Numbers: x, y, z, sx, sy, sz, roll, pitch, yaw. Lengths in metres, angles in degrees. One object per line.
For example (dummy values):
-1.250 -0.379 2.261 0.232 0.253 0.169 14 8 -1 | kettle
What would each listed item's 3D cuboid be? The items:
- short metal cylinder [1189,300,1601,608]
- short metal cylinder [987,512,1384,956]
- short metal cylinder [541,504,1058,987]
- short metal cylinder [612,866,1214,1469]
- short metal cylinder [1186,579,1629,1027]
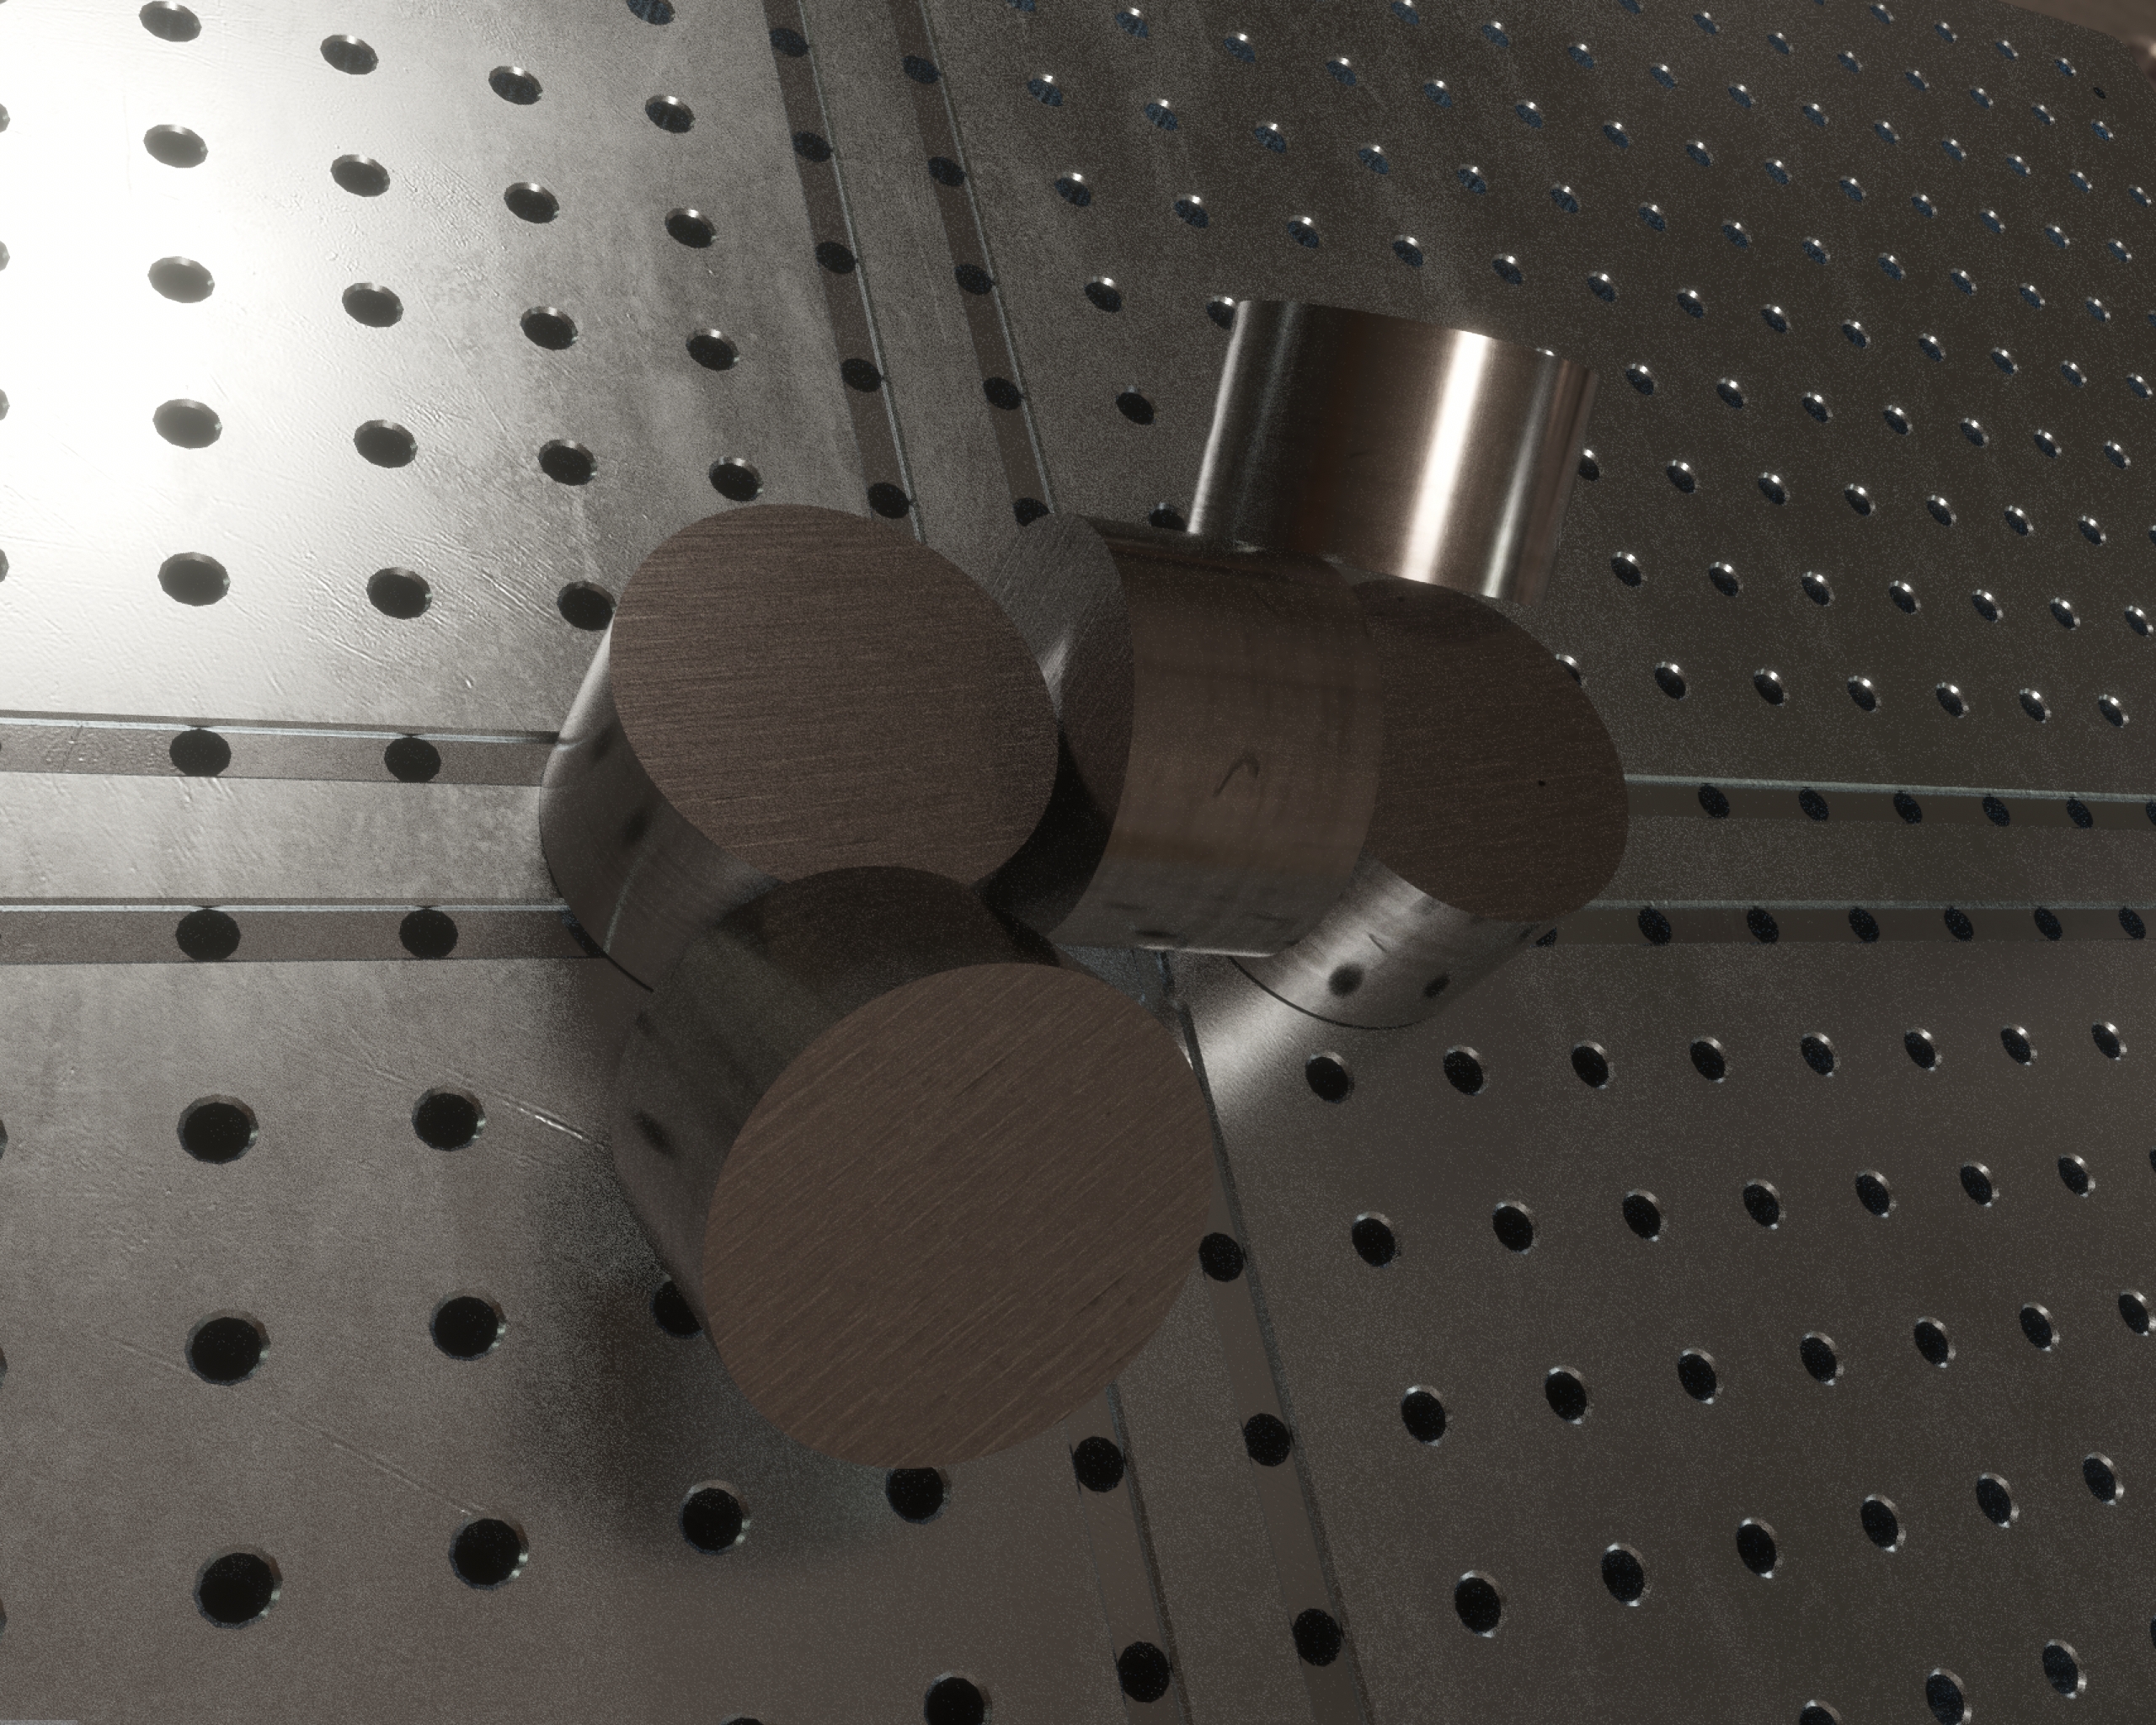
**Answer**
0.068 -0.089 0.457 0.081 0.080 0.050 8 100 -24 | short metal cylinder
0.014 -0.023 0.396 0.050 0.080 0.080 5 60 -26 | short metal cylinder
-0.051 -0.017 0.376 0.081 0.050 0.080 14 56 -21 | short metal cylinder
-0.026 0.046 0.325 0.081 0.050 0.079 -9 110 -25 | short metal cylinder
0.067 -0.012 0.436 0.081 0.050 0.080 14 56 -21 | short metal cylinder
